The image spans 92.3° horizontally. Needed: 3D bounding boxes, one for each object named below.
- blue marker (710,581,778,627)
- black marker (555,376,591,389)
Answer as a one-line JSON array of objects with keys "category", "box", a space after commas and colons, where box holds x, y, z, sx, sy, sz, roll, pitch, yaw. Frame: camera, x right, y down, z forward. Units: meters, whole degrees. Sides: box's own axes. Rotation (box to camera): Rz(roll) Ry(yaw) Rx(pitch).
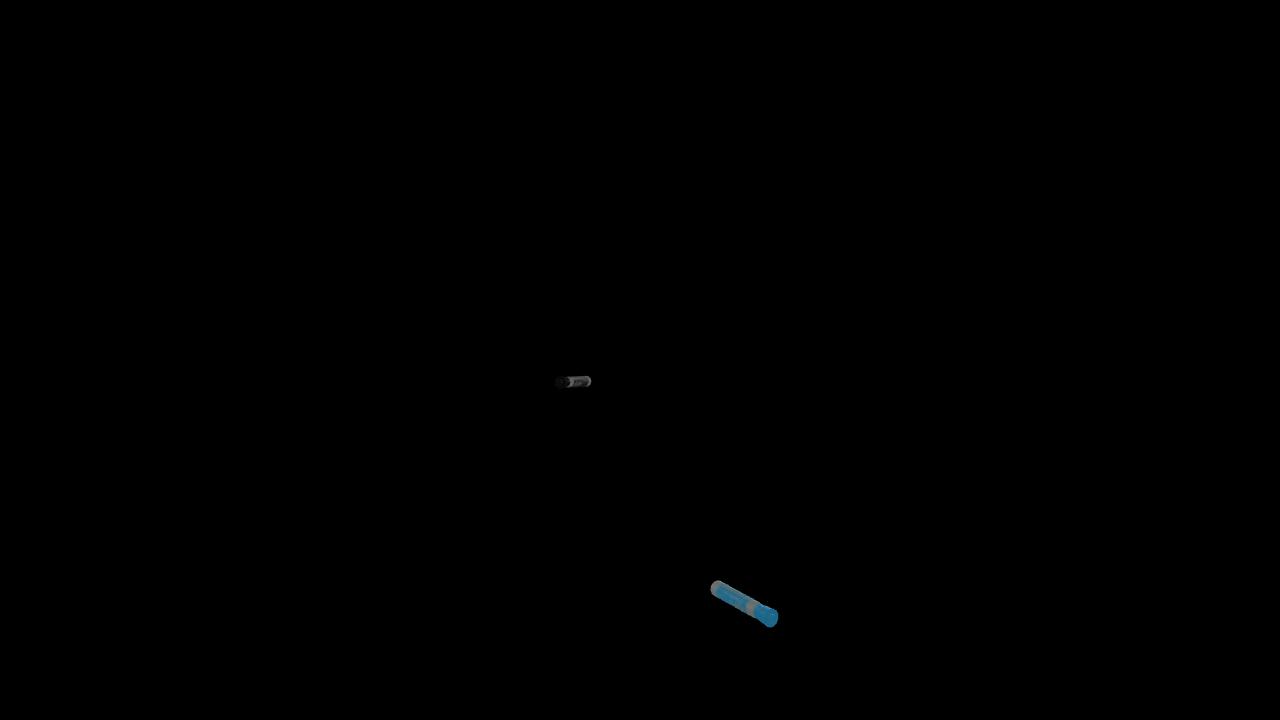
[{"category": "blue marker", "box": [0.116, 0.272, 0.690, 0.020, 0.020, 0.121, 0, -4, -22]}, {"category": "black marker", "box": [-0.108, 0.035, 0.994, 0.020, 0.020, 0.121, 0, -1, 15]}]
